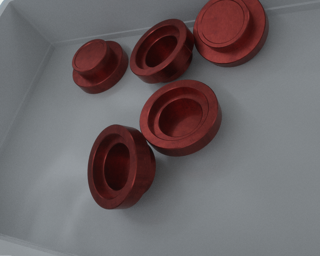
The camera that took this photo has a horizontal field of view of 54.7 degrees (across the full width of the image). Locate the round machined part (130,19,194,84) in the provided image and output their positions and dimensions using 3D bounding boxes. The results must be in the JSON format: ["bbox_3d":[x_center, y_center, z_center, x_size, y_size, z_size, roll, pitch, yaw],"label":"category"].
[{"bbox_3d":[0.008,-0.104,0.446,0.098,0.042,0.098,-21,51,29],"label":"round machined part"}]

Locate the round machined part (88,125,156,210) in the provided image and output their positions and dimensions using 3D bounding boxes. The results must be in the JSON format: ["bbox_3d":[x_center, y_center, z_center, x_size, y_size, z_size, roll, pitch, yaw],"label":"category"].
[{"bbox_3d":[-0.043,0.047,0.371,0.098,0.042,0.098,-13,71,45],"label":"round machined part"}]

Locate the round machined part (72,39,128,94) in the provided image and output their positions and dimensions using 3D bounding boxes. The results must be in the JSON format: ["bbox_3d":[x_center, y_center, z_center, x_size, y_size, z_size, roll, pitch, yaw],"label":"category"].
[{"bbox_3d":[-0.106,-0.109,0.515,0.098,0.042,0.098,-13,56,20],"label":"round machined part"}]

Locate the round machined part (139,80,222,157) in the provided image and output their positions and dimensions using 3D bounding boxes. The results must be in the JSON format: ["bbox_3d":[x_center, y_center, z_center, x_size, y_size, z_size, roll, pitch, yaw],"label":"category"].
[{"bbox_3d":[0.028,-0.008,0.383,0.098,0.042,0.098,-12,56,18],"label":"round machined part"}]

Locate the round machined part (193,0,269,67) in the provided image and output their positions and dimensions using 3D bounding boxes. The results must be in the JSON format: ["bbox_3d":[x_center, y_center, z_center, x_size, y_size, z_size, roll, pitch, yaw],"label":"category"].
[{"bbox_3d":[0.088,-0.132,0.406,0.098,0.042,0.097,-2,85,30],"label":"round machined part"}]
